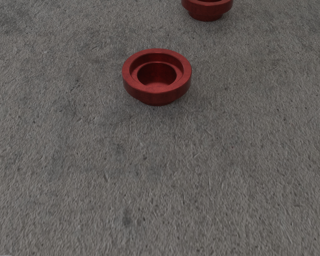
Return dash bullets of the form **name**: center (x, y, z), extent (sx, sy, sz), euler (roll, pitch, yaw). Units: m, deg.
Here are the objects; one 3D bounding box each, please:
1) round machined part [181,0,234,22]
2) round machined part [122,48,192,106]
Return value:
- **round machined part**: center (0.090, -0.241, 0.595), extent (0.099, 0.042, 0.098), euler (0, 50, 0)
- **round machined part**: center (-0.004, -0.070, 0.451), extent (0.099, 0.042, 0.098), euler (0, 50, 0)
